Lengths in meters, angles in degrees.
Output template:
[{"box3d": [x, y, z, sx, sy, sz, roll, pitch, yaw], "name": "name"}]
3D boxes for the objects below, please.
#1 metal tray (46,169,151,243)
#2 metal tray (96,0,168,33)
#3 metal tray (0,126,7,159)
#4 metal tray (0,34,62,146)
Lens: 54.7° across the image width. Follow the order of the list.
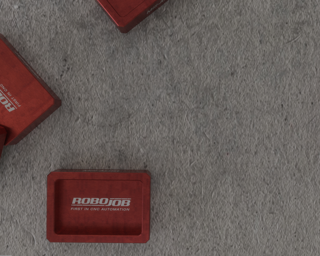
[{"box3d": [-0.078, 0.101, 0.406, 0.131, 0.030, 0.089, 1, 90, 0], "name": "metal tray"}, {"box3d": [-0.027, -0.201, 0.406, 0.130, 0.030, 0.090, -39, 90, 0], "name": "metal tray"}, {"box3d": [-0.266, 0.020, 0.387, 0.130, 0.030, 0.089, 22, 104, 6], "name": "metal tray"}, {"box3d": [-0.208, -0.052, 0.406, 0.090, 0.030, 0.130, -41, 90, 0], "name": "metal tray"}]
